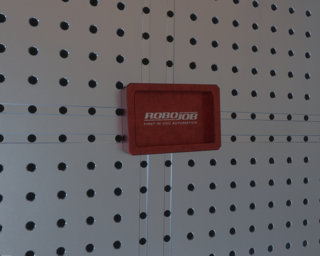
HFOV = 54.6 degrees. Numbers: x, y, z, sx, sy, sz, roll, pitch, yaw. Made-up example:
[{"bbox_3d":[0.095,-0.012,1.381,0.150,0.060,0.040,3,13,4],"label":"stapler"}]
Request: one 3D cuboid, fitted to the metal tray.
[{"bbox_3d":[0.017,-0.013,0.415,0.131,0.030,0.090,-2,91,-20],"label":"metal tray"}]
